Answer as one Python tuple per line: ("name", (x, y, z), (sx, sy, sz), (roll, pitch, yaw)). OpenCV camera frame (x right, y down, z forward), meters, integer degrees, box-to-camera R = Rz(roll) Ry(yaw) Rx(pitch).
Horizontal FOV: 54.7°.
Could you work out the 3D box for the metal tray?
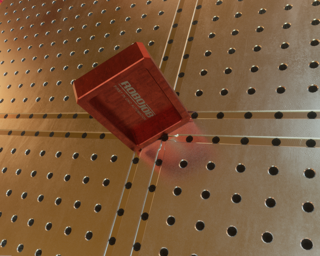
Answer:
("metal tray", (-0.028, -0.030, 0.372), (0.090, 0.130, 0.030), (-31, 52, 8))
